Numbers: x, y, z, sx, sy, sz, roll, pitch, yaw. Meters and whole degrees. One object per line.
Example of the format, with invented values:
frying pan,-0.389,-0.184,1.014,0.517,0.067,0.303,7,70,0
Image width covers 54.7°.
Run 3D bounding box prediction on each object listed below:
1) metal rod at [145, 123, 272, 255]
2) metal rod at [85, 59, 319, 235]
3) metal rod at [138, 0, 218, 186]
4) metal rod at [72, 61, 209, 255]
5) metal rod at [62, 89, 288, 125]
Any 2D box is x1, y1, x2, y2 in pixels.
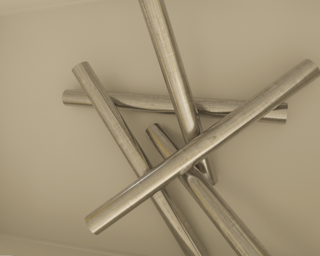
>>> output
metal rod,0.067,0.094,0.322,0.025,0.025,0.300,-50,51,13
metal rod,0.046,0.021,0.345,0.301,0.025,0.025,-36,78,1
metal rod,0.014,-0.064,0.339,0.025,0.025,0.298,-12,112,19
metal rod,-0.027,0.045,0.402,0.025,0.025,0.299,-33,86,17
metal rod,0.005,-0.031,0.407,0.301,0.025,0.025,6,92,19
